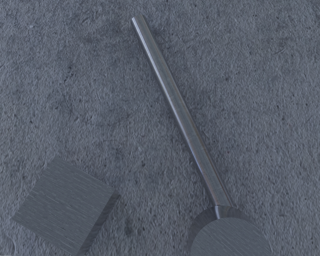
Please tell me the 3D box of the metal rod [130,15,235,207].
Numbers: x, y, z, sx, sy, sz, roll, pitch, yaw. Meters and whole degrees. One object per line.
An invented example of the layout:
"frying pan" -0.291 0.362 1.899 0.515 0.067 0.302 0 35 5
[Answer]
"metal rod" 0.023 -0.031 0.419 0.025 0.025 0.299 -21 72 -8

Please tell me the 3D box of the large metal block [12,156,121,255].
"large metal block" -0.104 0.091 0.360 0.080 0.050 0.080 27 72 9

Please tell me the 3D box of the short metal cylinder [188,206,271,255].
"short metal cylinder" 0.072 0.130 0.336 0.080 0.050 0.079 0 89 2
